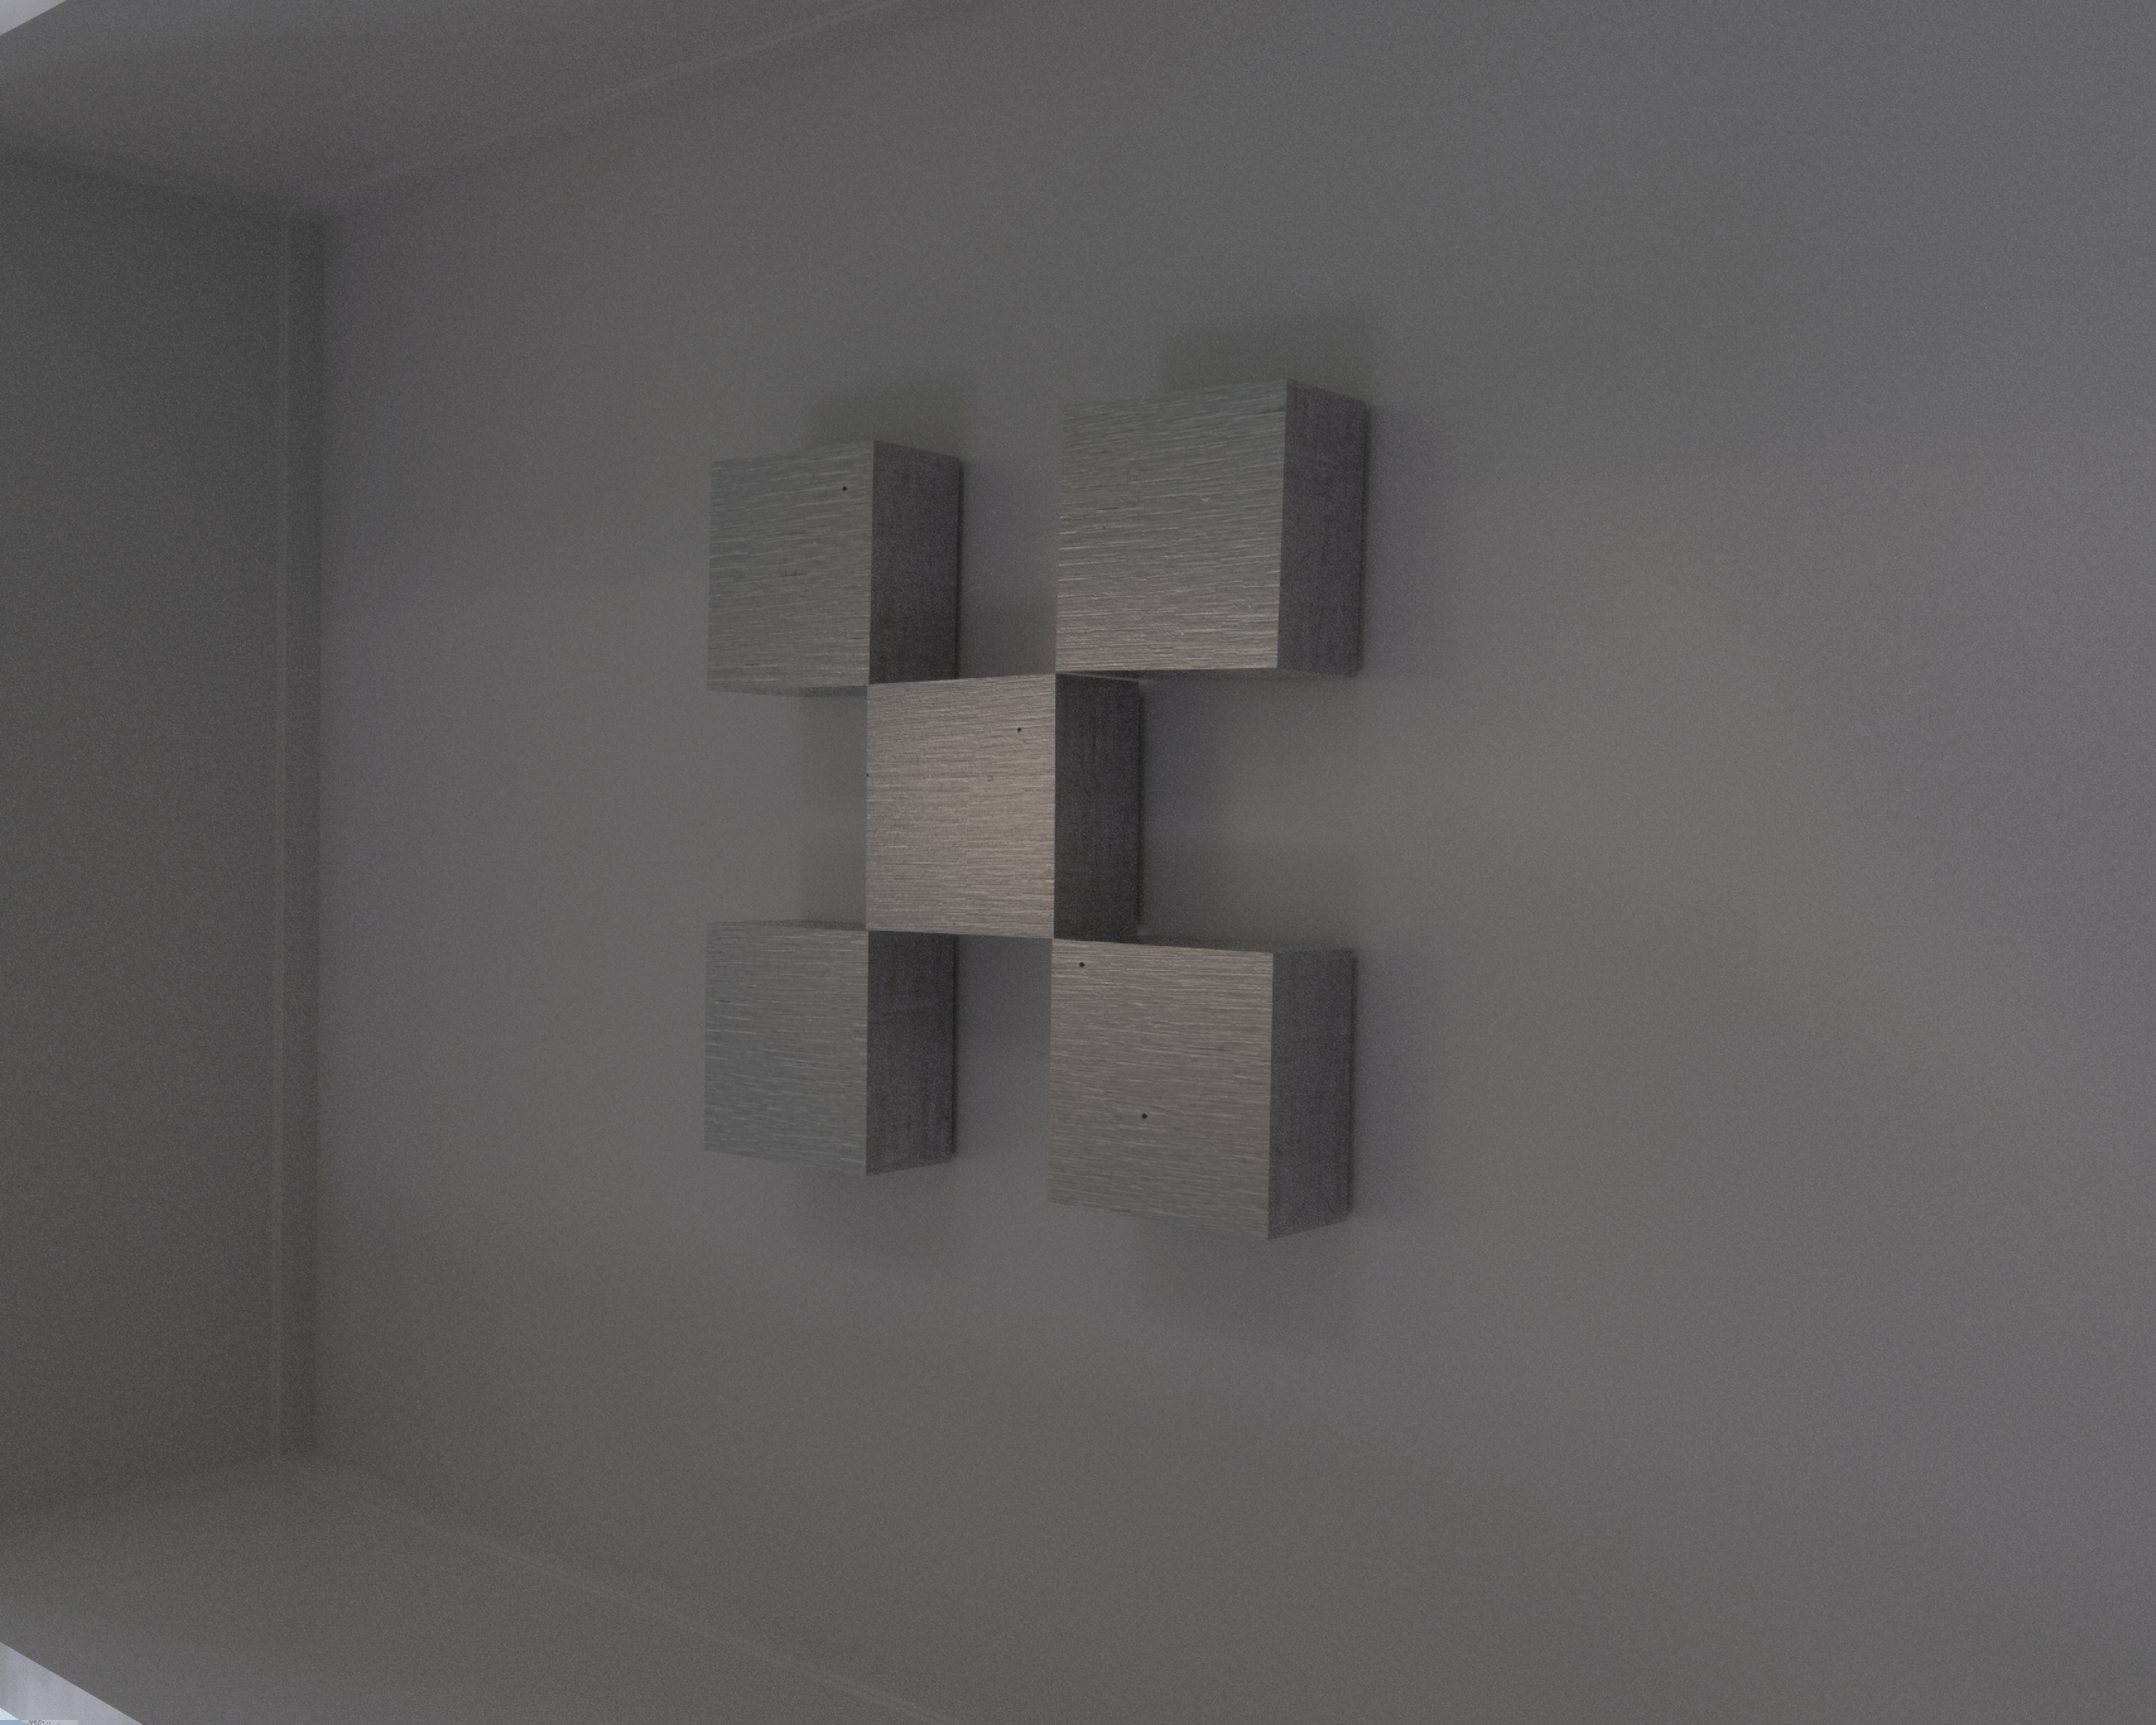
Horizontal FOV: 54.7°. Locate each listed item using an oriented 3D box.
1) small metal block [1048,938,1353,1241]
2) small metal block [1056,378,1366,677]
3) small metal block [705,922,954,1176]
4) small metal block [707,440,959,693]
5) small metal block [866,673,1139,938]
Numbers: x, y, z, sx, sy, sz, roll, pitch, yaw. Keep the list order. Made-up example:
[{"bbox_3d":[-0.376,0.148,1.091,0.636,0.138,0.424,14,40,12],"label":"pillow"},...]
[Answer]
[{"bbox_3d":[0.022,0.040,0.386,0.050,0.025,0.050,2,91,40],"label":"small metal block"},{"bbox_3d":[0.024,-0.060,0.384,0.050,0.025,0.050,3,92,40],"label":"small metal block"},{"bbox_3d":[-0.054,0.038,0.449,0.050,0.025,0.050,1,91,40],"label":"small metal block"},{"bbox_3d":[-0.053,-0.062,0.448,0.050,0.025,0.050,2,92,40],"label":"small metal block"},{"bbox_3d":[-0.015,-0.011,0.417,0.050,0.025,0.050,1,91,40],"label":"small metal block"}]
